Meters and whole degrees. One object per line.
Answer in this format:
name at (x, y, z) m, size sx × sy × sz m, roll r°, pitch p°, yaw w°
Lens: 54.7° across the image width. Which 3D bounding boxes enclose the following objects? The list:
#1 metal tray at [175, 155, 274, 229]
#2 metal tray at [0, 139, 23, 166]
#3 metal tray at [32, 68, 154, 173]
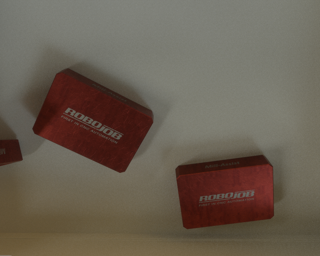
metal tray at (0.093, 0.092, 0.444) m, size 0.131 × 0.030 × 0.089 m, roll -8°, pitch 110°, yaw 2°
metal tray at (-0.238, 0.039, 0.364) m, size 0.090 × 0.130 × 0.030 m, roll -14°, pitch 88°, yaw 4°
metal tray at (-0.085, -0.008, 0.405) m, size 0.131 × 0.030 × 0.089 m, roll 27°, pitch 108°, yaw -10°
